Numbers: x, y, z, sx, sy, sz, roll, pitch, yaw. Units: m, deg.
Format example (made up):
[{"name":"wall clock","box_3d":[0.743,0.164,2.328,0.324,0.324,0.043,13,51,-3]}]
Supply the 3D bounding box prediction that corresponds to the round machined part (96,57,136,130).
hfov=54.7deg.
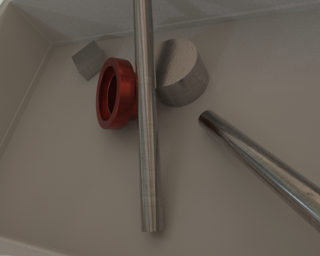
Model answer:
[{"name":"round machined part","box_3d":[-0.053,-0.046,0.428,0.098,0.042,0.097,-13,75,60]}]

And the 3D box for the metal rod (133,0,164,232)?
[{"name":"metal rod","box_3d":[-0.016,-0.031,0.378,0.025,0.025,0.299,-9,75,23]}]

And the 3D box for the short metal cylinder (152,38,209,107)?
[{"name":"short metal cylinder","box_3d":[0.021,-0.075,0.424,0.080,0.050,0.080,-13,56,20]}]

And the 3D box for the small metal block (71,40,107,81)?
[{"name":"small metal block","box_3d":[-0.120,-0.118,0.539,0.050,0.025,0.050,-36,51,4]}]

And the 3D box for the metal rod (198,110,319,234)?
[{"name":"metal rod","box_3d":[0.101,0.044,0.249,0.025,0.025,0.300,-40,27,1]}]
